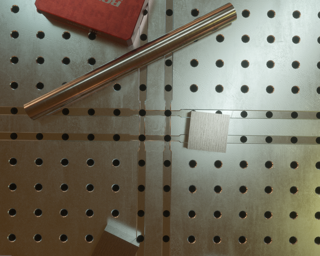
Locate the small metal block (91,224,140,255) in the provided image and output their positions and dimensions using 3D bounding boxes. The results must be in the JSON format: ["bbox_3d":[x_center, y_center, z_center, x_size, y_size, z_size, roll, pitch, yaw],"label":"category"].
[{"bbox_3d":[-0.061,0.165,0.413,0.050,0.025,0.050,27,90,-1],"label":"small metal block"}]

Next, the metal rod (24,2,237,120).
[{"bbox_3d":[-0.038,-0.088,0.412,0.301,0.025,0.025,-27,90,-1],"label":"metal rod"}]

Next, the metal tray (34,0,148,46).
[{"bbox_3d":[-0.085,-0.174,0.410,0.131,0.030,0.090,20,90,-1],"label":"metal tray"}]

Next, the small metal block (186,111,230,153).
[{"bbox_3d":[0.063,0.005,0.414,0.050,0.025,0.050,6,90,-1],"label":"small metal block"}]
